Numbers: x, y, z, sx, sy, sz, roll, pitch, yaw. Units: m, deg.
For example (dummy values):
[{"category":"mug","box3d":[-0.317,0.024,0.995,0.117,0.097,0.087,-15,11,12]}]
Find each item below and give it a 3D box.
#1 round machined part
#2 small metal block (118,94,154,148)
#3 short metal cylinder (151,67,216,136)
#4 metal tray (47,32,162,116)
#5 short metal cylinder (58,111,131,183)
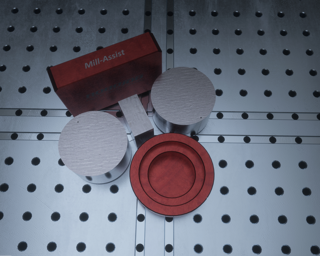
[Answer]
[{"category":"round machined part","box3d":[0.014,0.058,0.377,0.099,0.042,0.098,0,70,0]},{"category":"small metal block","box3d":[-0.029,-0.008,0.396,0.025,0.050,0.050,-24,72,-8]},{"category":"short metal cylinder","box3d":[0.029,-0.033,0.407,0.081,0.050,0.080,0,70,0]},{"category":"metal tray","box3d":[-0.063,-0.064,0.395,0.131,0.090,0.030,-22,72,-8]},{"category":"short metal cylinder","box3d":[-0.078,0.025,0.385,0.081,0.050,0.080,0,70,0]}]
